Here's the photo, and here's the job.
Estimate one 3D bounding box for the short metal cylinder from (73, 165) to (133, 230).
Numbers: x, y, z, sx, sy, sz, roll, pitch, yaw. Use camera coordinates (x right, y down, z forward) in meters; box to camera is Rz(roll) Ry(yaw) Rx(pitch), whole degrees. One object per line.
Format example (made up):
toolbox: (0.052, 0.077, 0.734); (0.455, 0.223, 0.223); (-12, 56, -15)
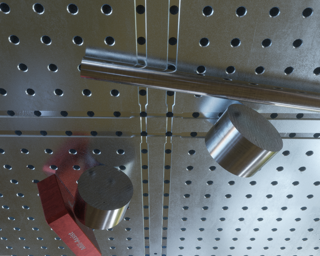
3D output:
short metal cylinder: (-0.085, 0.102, 0.462); (0.081, 0.080, 0.050); (14, 129, -12)

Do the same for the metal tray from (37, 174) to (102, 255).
metal tray: (-0.142, 0.144, 0.488); (0.030, 0.090, 0.129); (-29, 130, -12)

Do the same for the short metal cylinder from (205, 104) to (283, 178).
short metal cylinder: (0.104, 0.015, 0.389); (0.080, 0.080, 0.050); (21, 127, -17)

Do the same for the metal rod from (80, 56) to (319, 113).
metal rod: (0.061, -0.050, 0.369); (0.302, 0.025, 0.025); (7, 130, -7)
